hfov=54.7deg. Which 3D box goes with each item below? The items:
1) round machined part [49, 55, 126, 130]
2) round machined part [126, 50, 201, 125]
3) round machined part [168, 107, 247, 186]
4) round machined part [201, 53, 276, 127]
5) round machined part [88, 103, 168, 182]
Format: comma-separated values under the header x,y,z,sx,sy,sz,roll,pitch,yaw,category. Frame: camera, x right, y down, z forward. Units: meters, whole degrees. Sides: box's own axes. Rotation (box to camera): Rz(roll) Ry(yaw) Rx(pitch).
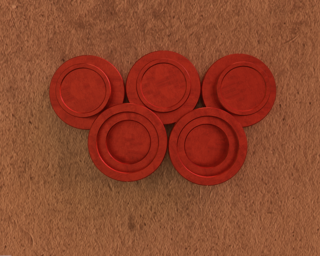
x,y,z,sx,sy,sz,roll,pitch,yaw,category
-0.095,-0.046,0.401,0.099,0.042,0.097,0,90,-1,round machined part
0.004,-0.053,0.403,0.099,0.042,0.097,0,90,-1,round machined part
0.059,0.023,0.403,0.099,0.042,0.097,0,90,-1,round machined part
0.103,-0.049,0.404,0.099,0.042,0.097,0,90,-1,round machined part
-0.040,0.018,0.402,0.099,0.042,0.097,0,90,-1,round machined part
